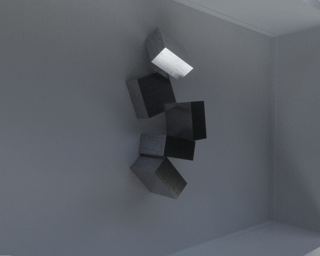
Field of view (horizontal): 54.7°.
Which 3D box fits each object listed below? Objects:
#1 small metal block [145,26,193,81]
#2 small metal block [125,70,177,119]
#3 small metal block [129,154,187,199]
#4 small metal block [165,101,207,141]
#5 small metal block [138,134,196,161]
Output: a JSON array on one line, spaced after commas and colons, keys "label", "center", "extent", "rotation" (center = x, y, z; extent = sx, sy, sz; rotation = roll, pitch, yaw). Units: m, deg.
[{"label": "small metal block", "center": [0.011, -0.096, 0.399], "extent": [0.050, 0.025, 0.050], "rotation": [27, 34, -37]}, {"label": "small metal block", "center": [-0.010, -0.044, 0.398], "extent": [0.050, 0.025, 0.050], "rotation": [-27, 107, -37]}, {"label": "small metal block", "center": [-0.002, 0.060, 0.388], "extent": [0.025, 0.050, 0.050], "rotation": [-52, 120, -27]}, {"label": "small metal block", "center": [0.034, -0.010, 0.419], "extent": [0.025, 0.050, 0.050], "rotation": [-8, 95, -40]}, {"label": "small metal block", "center": [0.009, 0.025, 0.398], "extent": [0.050, 0.050, 0.025], "rotation": [13, 82, -39]}]
